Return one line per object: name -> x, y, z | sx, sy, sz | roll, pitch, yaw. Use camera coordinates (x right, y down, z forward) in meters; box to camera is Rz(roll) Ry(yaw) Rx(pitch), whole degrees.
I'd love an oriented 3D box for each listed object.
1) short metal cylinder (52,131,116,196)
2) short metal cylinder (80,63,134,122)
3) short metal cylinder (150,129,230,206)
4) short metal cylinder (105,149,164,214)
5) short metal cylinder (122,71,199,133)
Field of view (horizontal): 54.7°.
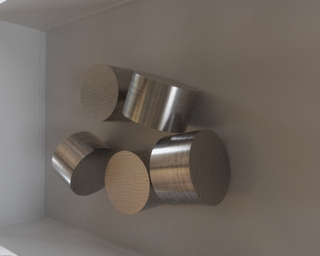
short metal cylinder -> -0.109, 0.052, 0.455 | 0.050, 0.081, 0.079 | 34, 111, 34
short metal cylinder -> -0.068, -0.048, 0.442 | 0.080, 0.050, 0.079 | 0, 90, 39
short metal cylinder -> 0.034, 0.044, 0.339 | 0.050, 0.081, 0.080 | -12, 83, 39
short metal cylinder -> -0.027, 0.068, 0.408 | 0.080, 0.050, 0.079 | 0, 90, 39
short metal cylinder -> 0.001, -0.032, 0.368 | 0.080, 0.081, 0.050 | 27, 107, 36
